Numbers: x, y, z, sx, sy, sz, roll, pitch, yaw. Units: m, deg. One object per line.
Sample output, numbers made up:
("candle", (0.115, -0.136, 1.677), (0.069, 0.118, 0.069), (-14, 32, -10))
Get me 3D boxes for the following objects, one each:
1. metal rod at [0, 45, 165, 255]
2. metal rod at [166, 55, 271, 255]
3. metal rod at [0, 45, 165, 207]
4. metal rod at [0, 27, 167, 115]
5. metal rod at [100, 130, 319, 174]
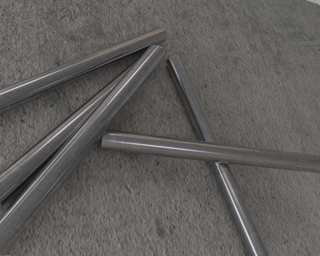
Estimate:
("metal rod", (-0.076, 0.003, 0.339), (0.025, 0.025, 0.301), (37, 58, -4))
("metal rod", (0.071, 0.026, 0.426), (0.025, 0.025, 0.299), (-8, 66, -32))
("metal rod", (-0.078, -0.026, 0.377), (0.025, 0.025, 0.301), (41, 51, -1))
("metal rod", (-0.095, -0.081, 0.401), (0.025, 0.025, 0.302), (50, 51, 6))
("metal rod", (0.078, 0.032, 0.394), (0.302, 0.025, 0.025), (7, 58, -13))
